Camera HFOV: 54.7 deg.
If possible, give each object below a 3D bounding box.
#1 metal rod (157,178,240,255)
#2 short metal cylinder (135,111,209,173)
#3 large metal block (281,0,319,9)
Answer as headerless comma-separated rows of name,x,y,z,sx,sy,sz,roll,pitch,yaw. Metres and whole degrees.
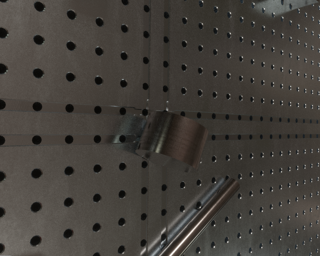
metal rod,0.022,0.168,0.429,0.302,0.025,0.025,-37,113,-34
short metal cylinder,0.016,0.019,0.389,0.080,0.080,0.050,31,71,-36
large metal block,0.283,-0.302,0.633,0.081,0.050,0.080,3,88,-40
